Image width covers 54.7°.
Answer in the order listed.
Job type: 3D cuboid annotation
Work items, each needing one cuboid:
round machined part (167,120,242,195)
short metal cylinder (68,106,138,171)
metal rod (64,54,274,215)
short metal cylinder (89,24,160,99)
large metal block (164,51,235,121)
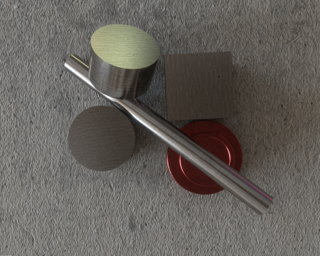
[{"bbox_3d":[0.058,0.038,0.402,0.099,0.042,0.097,0,90,0],"label":"round machined part"},{"bbox_3d":[-0.071,0.012,0.399,0.081,0.050,0.080,0,90,0],"label":"short metal cylinder"},{"bbox_3d":[0.001,0.000,0.377,0.300,0.025,0.025,36,90,13],"label":"metal rod"},{"bbox_3d":[-0.045,-0.082,0.379,0.081,0.050,0.080,9,51,-11],"label":"short metal cylinder"},{"bbox_3d":[0.048,-0.051,0.397,0.081,0.050,0.080,-3,90,0],"label":"large metal block"}]
